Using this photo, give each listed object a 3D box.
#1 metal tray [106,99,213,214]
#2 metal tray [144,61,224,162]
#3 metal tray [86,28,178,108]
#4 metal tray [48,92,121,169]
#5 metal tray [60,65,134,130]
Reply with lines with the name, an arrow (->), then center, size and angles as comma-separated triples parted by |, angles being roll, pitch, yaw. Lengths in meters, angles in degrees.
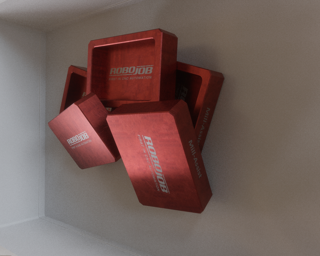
metal tray -> 0.001, 0.034, 0.357 | 0.090, 0.030, 0.129 | -2, 118, 34
metal tray -> 0.017, -0.016, 0.385 | 0.090, 0.030, 0.129 | 24, 105, 37
metal tray -> -0.040, -0.070, 0.393 | 0.130, 0.030, 0.089 | 5, 93, 39
metal tray -> -0.104, 0.010, 0.441 | 0.130, 0.030, 0.090 | -19, 108, 54
metal tray -> -0.101, -0.039, 0.480 | 0.130, 0.030, 0.089 | 25, 106, 37
